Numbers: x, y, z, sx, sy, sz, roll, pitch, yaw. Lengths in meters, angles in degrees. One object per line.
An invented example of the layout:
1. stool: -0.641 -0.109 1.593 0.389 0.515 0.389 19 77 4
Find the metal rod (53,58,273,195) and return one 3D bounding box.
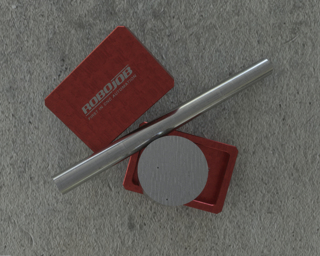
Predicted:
1. metal rod: 0.013 -0.009 0.381 0.302 0.025 0.025 -30 90 -12

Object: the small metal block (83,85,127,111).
1. small metal block: -0.067 -0.036 0.397 0.050 0.050 0.025 9 90 -1

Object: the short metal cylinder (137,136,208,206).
1. short metal cylinder: 0.013 0.054 0.374 0.081 0.050 0.080 1 74 -5

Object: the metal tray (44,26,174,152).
1. metal tray: -0.059 -0.044 0.369 0.130 0.030 0.090 -41 100 11

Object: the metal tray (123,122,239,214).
1. metal tray: 0.026 0.051 0.407 0.131 0.030 0.090 15 90 -1
